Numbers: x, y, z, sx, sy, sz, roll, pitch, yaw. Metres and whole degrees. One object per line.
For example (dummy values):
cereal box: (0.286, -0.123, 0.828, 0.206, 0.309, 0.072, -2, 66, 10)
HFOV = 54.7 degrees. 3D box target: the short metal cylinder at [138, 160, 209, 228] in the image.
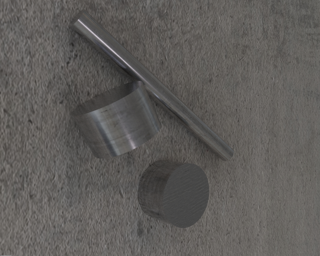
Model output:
short metal cylinder: (0.018, 0.084, 0.404, 0.081, 0.050, 0.080, 0, 90, -40)

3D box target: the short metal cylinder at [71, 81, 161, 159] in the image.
short metal cylinder: (-0.046, -0.010, 0.331, 0.080, 0.080, 0.050, -37, 113, -34)

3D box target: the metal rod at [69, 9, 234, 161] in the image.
metal rod: (0.009, -0.038, 0.411, 0.301, 0.025, 0.025, 39, 66, -33)
